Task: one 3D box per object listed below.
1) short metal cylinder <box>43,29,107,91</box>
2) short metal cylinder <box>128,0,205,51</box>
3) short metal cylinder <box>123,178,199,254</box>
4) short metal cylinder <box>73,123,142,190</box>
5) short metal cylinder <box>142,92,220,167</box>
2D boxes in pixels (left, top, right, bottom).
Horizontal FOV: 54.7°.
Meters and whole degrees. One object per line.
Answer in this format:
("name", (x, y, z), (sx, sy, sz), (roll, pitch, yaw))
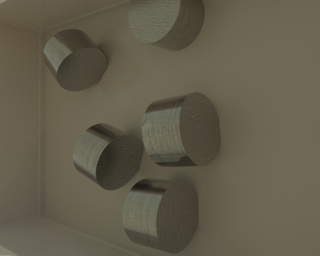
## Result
("short metal cylinder", (-0.130, -0.103, 0.475), (0.050, 0.081, 0.080), (51, 120, 28))
("short metal cylinder", (0.007, -0.140, 0.383), (0.080, 0.050, 0.079), (0, 90, 39))
("short metal cylinder", (0.003, 0.101, 0.367), (0.050, 0.081, 0.079), (-3, 88, 40))
("short metal cylinder", (-0.071, 0.039, 0.427), (0.050, 0.081, 0.079), (23, 104, 37))
("short metal cylinder", (0.026, 0.003, 0.348), (0.050, 0.081, 0.080), (-8, 85, 39))
